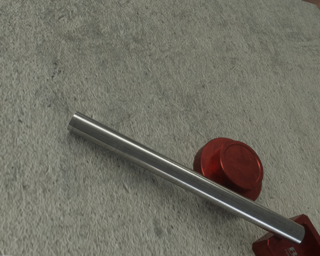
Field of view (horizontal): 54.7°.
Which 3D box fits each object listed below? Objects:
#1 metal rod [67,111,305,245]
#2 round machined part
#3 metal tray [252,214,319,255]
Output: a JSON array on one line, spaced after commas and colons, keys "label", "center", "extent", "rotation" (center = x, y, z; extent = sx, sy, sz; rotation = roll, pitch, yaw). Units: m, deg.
[{"label": "metal rod", "center": [0.033, 0.061, 0.365], "extent": [0.301, 0.025, 0.025], "rotation": [27, 52, -4]}, {"label": "round machined part", "center": [0.098, 0.056, 0.414], "extent": [0.099, 0.042, 0.098], "rotation": [14, 56, -21]}, {"label": "metal tray", "center": [0.184, 0.187, 0.388], "extent": [0.091, 0.030, 0.130], "rotation": [-16, 70, -35]}]
